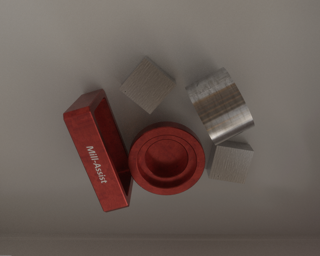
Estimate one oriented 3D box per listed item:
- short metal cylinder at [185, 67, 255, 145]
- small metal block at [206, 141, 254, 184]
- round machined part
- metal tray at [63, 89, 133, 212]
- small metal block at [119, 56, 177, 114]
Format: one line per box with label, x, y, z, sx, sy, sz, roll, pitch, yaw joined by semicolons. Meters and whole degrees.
short metal cylinder;0.071;-0.026;0.372;0.050;0.080;0.080;-28;108;9
small metal block;0.096;0.046;0.428;0.050;0.025;0.050;9;109;-3
round machined part;0.008;0.037;0.413;0.099;0.042;0.097;0;110;-1
metal tray;-0.069;0.025;0.383;0.030;0.090;0.129;-16;109;6
small metal block;-0.015;-0.054;0.389;0.050;0.025;0.050;39;106;-12
